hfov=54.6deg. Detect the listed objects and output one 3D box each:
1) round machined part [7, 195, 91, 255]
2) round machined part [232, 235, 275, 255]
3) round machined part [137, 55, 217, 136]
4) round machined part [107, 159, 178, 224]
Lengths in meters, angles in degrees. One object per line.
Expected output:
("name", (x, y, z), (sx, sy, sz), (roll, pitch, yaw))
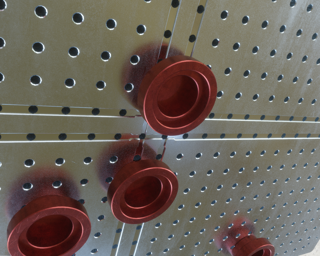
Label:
("round machined part", (-0.143, 0.126, 0.400), (0.099, 0.042, 0.097), (-14, 124, -21))
("round machined part", (0.197, 0.275, 0.677), (0.099, 0.042, 0.097), (-14, 124, -21))
("round machined part", (0.018, -0.043, 0.383), (0.099, 0.042, 0.097), (-14, 124, -21))
("round machined part", (-0.027, 0.084, 0.437), (0.099, 0.042, 0.097), (-14, 124, -21))
